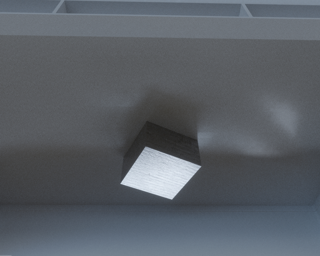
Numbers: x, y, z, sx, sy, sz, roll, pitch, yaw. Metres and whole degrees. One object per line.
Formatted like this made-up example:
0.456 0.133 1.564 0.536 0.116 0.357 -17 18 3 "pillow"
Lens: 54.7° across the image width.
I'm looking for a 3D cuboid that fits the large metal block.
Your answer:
0.000 0.047 0.433 0.080 0.050 0.080 21 127 -18 "large metal block"
